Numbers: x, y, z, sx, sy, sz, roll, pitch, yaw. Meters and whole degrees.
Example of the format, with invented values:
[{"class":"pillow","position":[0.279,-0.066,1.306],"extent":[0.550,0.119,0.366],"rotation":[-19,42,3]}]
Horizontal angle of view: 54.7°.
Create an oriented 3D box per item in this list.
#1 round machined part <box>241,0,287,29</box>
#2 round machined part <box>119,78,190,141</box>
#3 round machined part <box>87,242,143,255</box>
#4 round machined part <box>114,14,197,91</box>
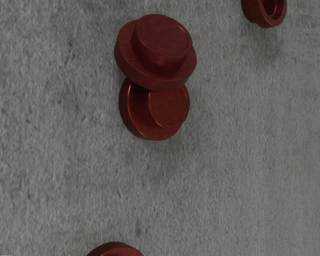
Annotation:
[{"class":"round machined part","position":[0.181,-0.225,0.548],"extent":[0.099,0.042,0.097],"rotation":[0,90,-40]},{"class":"round machined part","position":[0.000,-0.032,0.396],"extent":[0.099,0.042,0.097],"rotation":[0,90,-40]},{"class":"round machined part","position":[-0.050,0.186,0.354],"extent":[0.099,0.042,0.097],"rotation":[0,90,-40]},{"class":"round machined part","position":[-0.001,-0.095,0.363],"extent":[0.099,0.042,0.098],"rotation":[11,56,-16]}]
